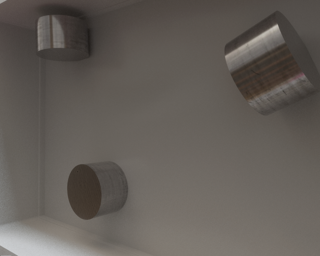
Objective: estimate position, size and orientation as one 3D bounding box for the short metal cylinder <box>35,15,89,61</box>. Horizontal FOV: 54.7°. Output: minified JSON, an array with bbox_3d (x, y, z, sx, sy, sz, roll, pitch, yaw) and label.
[{"bbox_3d":[-0.156,-0.142,0.497,0.080,0.081,0.050,-4,88,39],"label":"short metal cylinder"}]

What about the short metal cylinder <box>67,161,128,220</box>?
[{"bbox_3d":[-0.094,0.092,0.466,0.080,0.050,0.079,0,90,39],"label":"short metal cylinder"}]

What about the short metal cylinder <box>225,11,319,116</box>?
[{"bbox_3d":[0.104,-0.058,0.284,0.050,0.081,0.080,-29,72,36],"label":"short metal cylinder"}]
